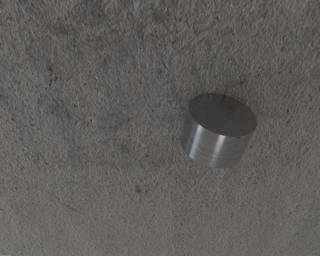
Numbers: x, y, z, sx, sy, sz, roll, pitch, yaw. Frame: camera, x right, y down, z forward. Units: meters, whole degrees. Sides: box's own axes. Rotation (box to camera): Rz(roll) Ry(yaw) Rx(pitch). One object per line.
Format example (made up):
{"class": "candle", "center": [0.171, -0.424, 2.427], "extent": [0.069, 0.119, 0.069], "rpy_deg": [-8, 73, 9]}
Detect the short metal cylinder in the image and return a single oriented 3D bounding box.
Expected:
{"class": "short metal cylinder", "center": [0.069, 0.002, 0.373], "extent": [0.080, 0.080, 0.050], "rpy_deg": [7, 130, -6]}
